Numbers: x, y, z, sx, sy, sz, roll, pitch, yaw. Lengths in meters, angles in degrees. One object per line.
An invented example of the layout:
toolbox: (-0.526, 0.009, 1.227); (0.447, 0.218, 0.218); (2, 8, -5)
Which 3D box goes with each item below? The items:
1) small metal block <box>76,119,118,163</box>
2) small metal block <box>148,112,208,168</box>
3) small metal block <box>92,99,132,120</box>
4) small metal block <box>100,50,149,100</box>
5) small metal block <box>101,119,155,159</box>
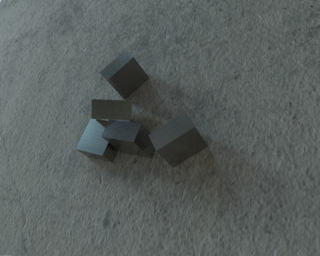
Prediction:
small metal block: (-0.082, 0.017, 0.435); (0.050, 0.025, 0.050); (9, 66, 31)
small metal block: (0.023, 0.015, 0.366); (0.050, 0.050, 0.025); (-33, 52, 7)
small metal block: (-0.065, -0.024, 0.420); (0.050, 0.050, 0.025); (1, 91, -9)
small metal block: (-0.052, -0.078, 0.462); (0.050, 0.050, 0.025); (-42, 51, -1)
small metal block: (-0.037, 0.014, 0.397); (0.050, 0.050, 0.025); (8, 66, 31)
